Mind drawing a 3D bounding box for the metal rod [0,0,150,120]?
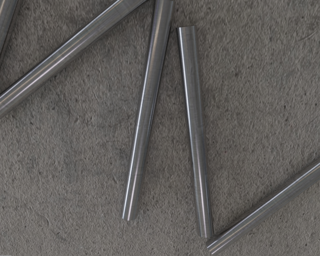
[{"bbox_3d":[-0.093,-0.105,0.370,0.300,0.025,0.025,-35,107,11],"label":"metal rod"}]

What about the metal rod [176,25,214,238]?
[{"bbox_3d":[0.050,0.019,0.416,0.025,0.025,0.298,-7,110,2],"label":"metal rod"}]

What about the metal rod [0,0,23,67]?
[{"bbox_3d":[-0.188,-0.116,0.365,0.025,0.025,0.298,26,108,-9],"label":"metal rod"}]

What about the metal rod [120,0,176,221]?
[{"bbox_3d":[-0.020,-0.009,0.405,0.025,0.025,0.298,9,110,-4],"label":"metal rod"}]

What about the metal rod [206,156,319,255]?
[{"bbox_3d":[0.187,0.088,0.443,0.299,0.025,0.025,-42,105,14],"label":"metal rod"}]
